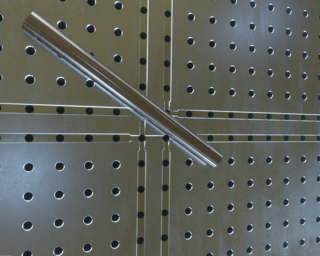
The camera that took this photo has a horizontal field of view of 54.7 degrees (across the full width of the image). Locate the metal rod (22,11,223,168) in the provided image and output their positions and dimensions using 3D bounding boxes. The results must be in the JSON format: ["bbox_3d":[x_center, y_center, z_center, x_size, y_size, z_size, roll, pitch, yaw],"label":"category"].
[{"bbox_3d":[-0.035,-0.039,0.400,0.301,0.025,0.025,36,78,-17],"label":"metal rod"}]
